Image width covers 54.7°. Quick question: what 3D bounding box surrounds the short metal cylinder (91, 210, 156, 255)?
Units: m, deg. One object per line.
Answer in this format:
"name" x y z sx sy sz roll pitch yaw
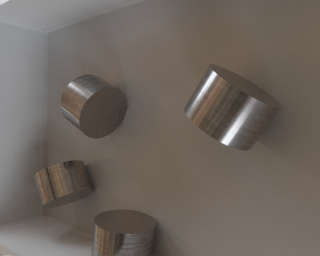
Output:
"short metal cylinder" -0.048 0.147 0.411 0.080 0.081 0.050 10 97 39

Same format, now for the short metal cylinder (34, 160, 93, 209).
"short metal cylinder" -0.155 0.091 0.499 0.080 0.081 0.050 -34 69 35

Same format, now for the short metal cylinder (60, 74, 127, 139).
"short metal cylinder" -0.095 -0.032 0.450 0.050 0.081 0.079 33 111 35

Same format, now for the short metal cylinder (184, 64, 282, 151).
"short metal cylinder" 0.072 -0.022 0.312 0.080 0.081 0.050 44 117 31
